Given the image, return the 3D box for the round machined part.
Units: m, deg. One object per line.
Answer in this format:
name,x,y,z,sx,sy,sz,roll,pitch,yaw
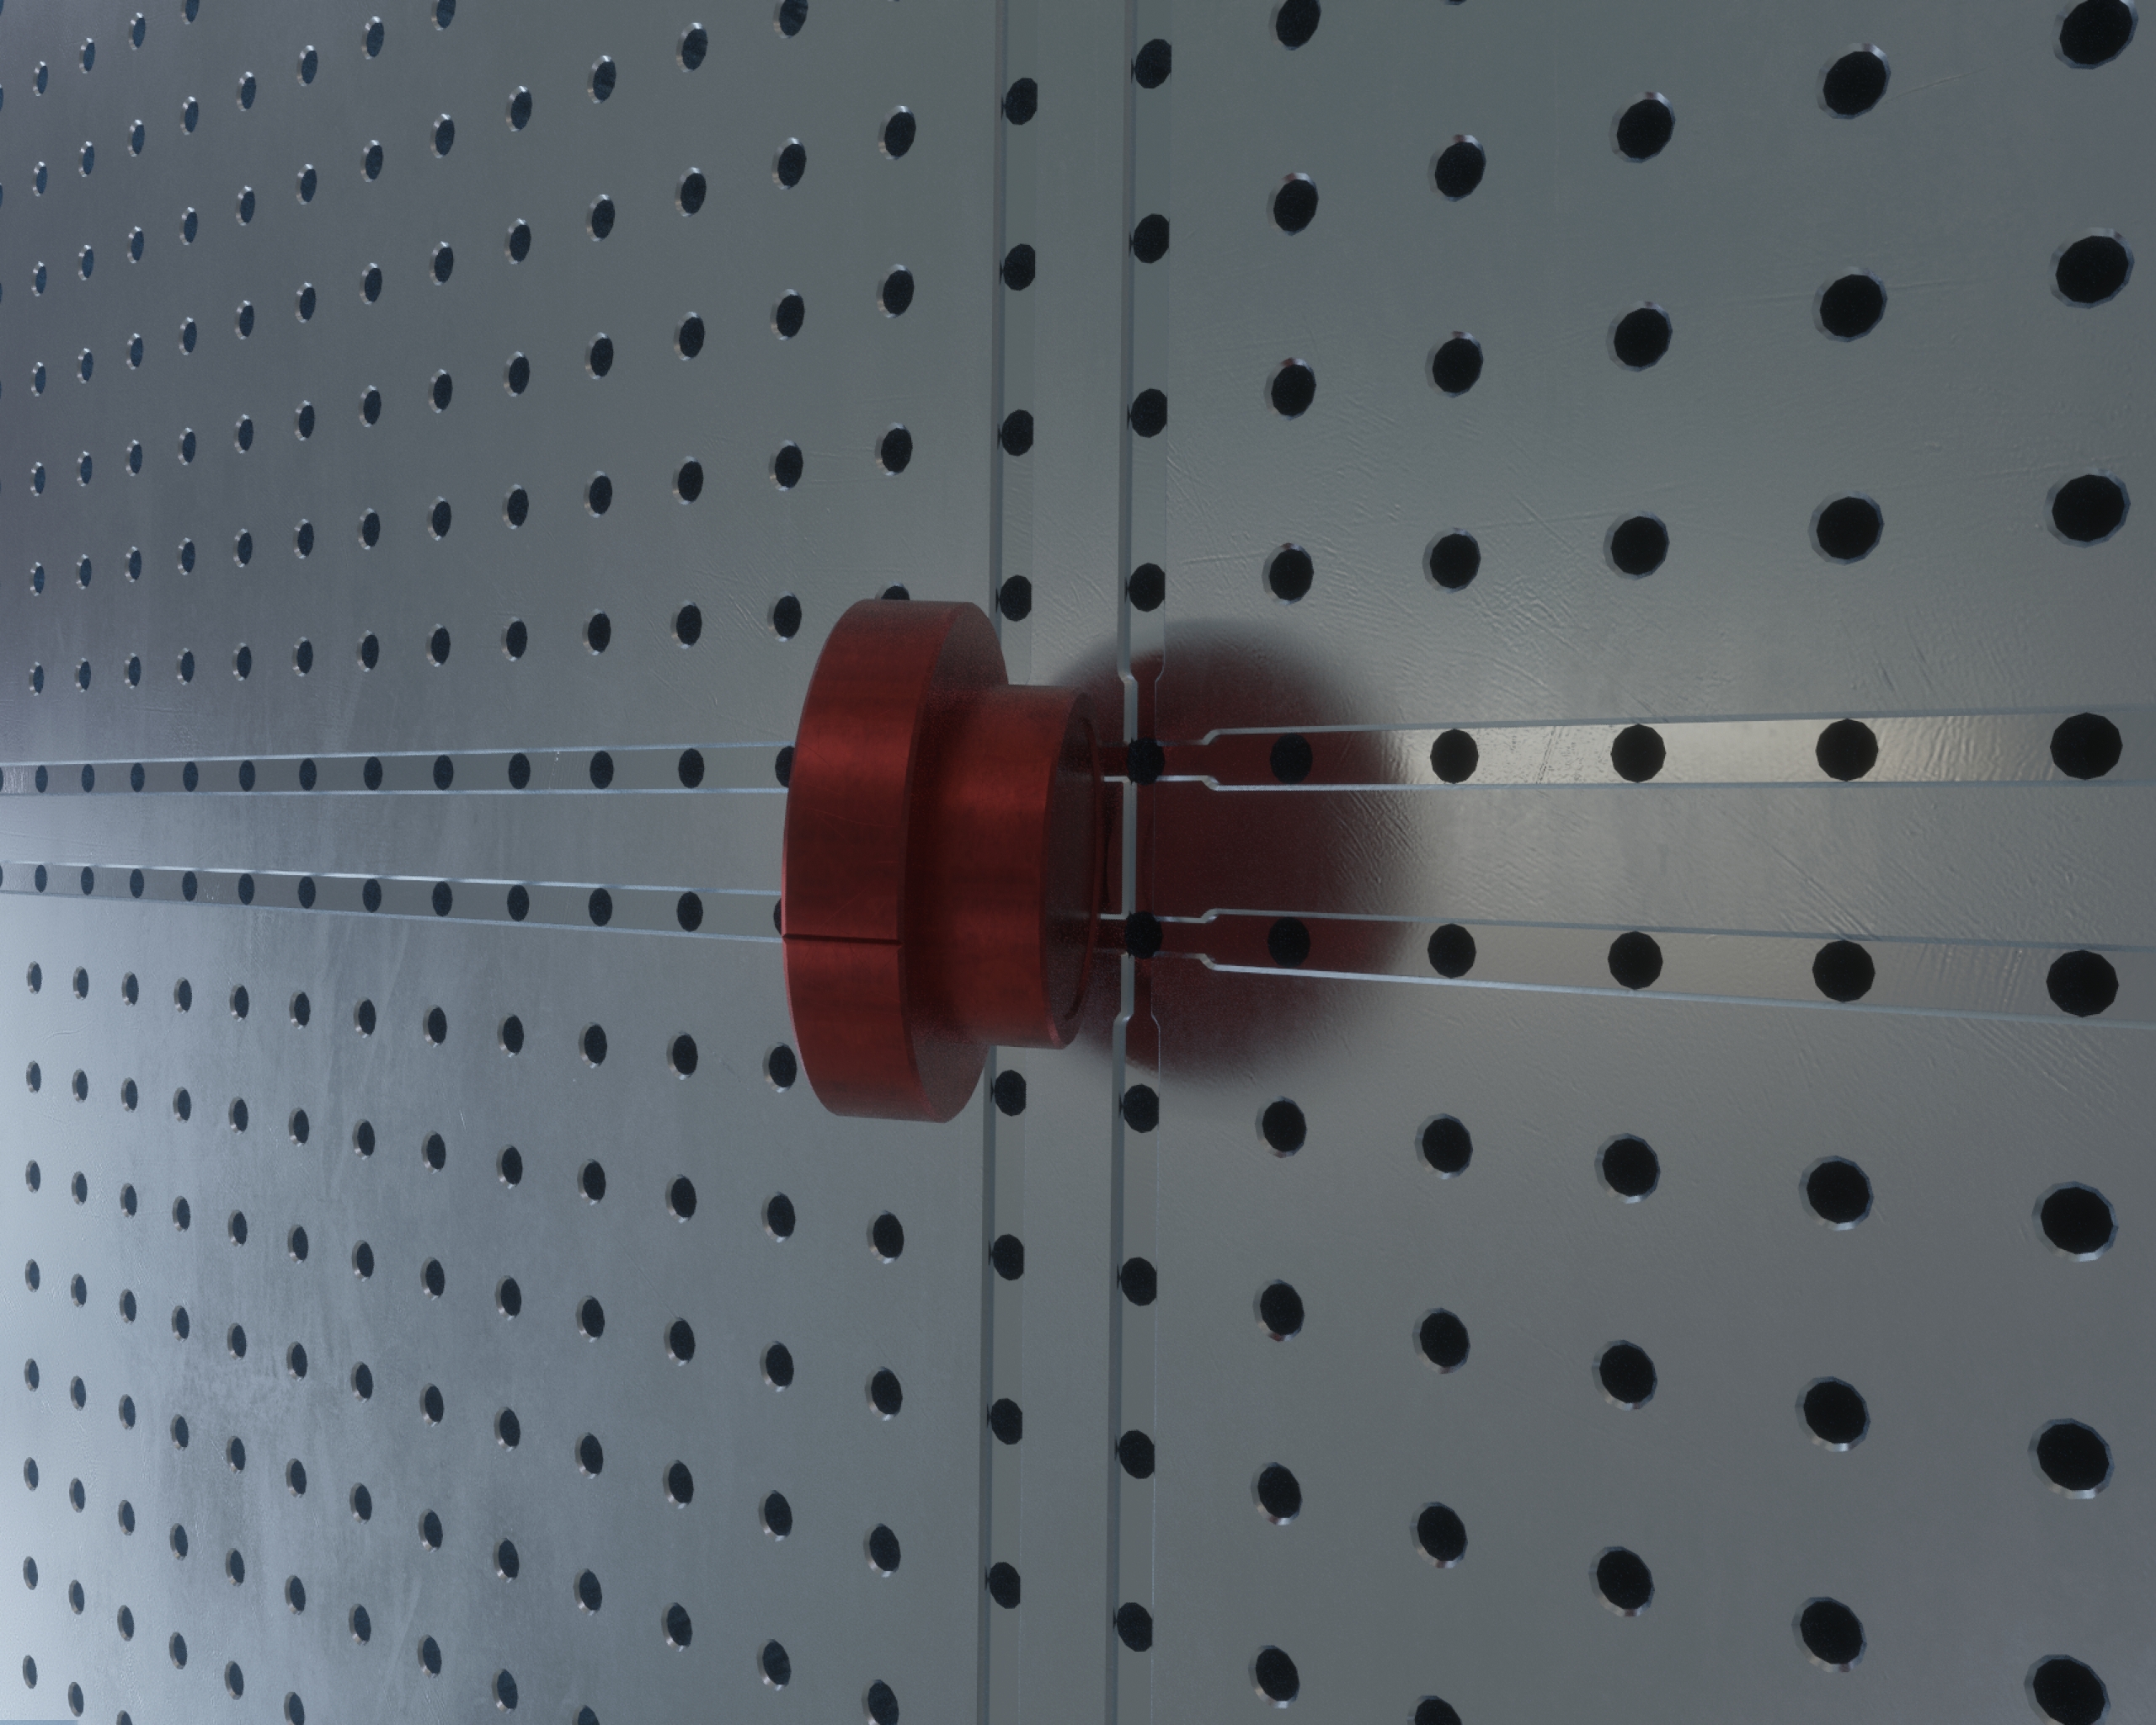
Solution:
round machined part,-0.020,0.000,0.392,0.042,0.098,0.097,3,92,9
